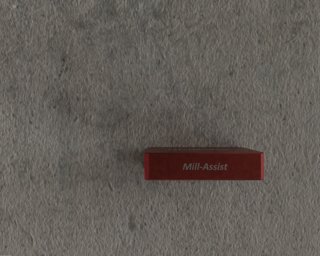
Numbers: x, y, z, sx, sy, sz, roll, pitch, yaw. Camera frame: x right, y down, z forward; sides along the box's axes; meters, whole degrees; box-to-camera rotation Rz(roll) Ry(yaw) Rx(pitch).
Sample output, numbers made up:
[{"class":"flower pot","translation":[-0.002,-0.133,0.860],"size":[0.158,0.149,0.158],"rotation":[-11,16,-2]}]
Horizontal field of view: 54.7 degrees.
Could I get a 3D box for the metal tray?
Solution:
[{"class":"metal tray","translation":[0.048,0.041,0.378],"size":[0.131,0.090,0.030],"rotation":[0,90,-1]}]
